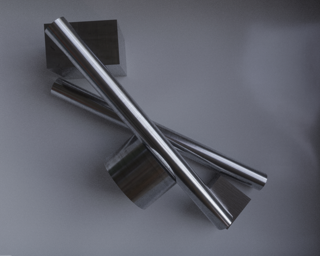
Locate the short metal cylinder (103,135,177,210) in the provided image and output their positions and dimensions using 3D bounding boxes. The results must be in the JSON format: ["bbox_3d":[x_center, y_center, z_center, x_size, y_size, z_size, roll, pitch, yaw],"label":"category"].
[{"bbox_3d":[-0.023,0.052,0.381,0.050,0.080,0.080,-40,91,0],"label":"short metal cylinder"}]

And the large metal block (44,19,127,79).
[{"bbox_3d":[-0.087,-0.093,0.382,0.081,0.080,0.050,-4,90,-1],"label":"large metal block"}]

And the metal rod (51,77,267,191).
[{"bbox_3d":[0.000,0.008,0.410,0.301,0.025,0.025,25,90,-1],"label":"metal rod"}]

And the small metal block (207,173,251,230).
[{"bbox_3d":[0.082,0.096,0.411,0.050,0.025,0.050,38,90,-1],"label":"small metal block"}]

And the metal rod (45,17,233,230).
[{"bbox_3d":[-0.014,0.005,0.352,0.025,0.025,0.300,-40,103,0],"label":"metal rod"}]
